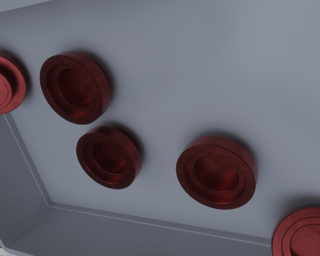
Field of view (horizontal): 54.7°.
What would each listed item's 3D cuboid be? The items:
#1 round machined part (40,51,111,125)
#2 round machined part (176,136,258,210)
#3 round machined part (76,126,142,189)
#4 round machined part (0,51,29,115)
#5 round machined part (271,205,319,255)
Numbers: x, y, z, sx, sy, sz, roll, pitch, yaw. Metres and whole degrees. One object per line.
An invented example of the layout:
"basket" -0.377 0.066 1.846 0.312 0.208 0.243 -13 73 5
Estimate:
"round machined part" -0.108 -0.056 0.418 0.098 0.042 0.097 13 124 20
"round machined part" 0.073 0.052 0.390 0.098 0.042 0.097 13 124 20
"round machined part" -0.071 0.039 0.457 0.098 0.042 0.097 13 124 20
"round machined part" -0.251 -0.063 0.457 0.099 0.042 0.097 -6 119 -10
"round machined part" 0.184 0.141 0.368 0.098 0.042 0.097 -2 83 16
